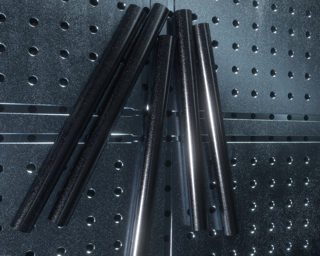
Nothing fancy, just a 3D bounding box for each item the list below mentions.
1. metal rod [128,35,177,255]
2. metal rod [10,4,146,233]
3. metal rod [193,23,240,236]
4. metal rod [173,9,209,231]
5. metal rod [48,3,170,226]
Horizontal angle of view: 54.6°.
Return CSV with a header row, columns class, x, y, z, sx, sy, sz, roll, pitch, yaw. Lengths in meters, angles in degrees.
class,x,y,z,sx,sy,sz,roll,pitch,yaw
metal rod,-0.010,0.027,0.409,0.025,0.025,0.299,9,87,-20
metal rod,-0.094,-0.019,0.377,0.025,0.025,0.299,29,80,-18
metal rod,0.080,0.004,0.441,0.025,0.025,0.298,-11,94,-20
metal rod,0.043,-0.009,0.428,0.025,0.025,0.298,-5,92,-20
metal rod,-0.060,-0.024,0.391,0.025,0.025,0.299,27,81,-18
